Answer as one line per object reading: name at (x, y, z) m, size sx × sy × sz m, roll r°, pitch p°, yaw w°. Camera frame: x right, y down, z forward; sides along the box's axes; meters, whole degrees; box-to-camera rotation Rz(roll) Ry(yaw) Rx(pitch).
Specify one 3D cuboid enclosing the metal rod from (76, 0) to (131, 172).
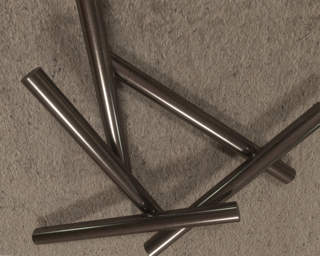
metal rod at (-0.067, -0.065, 0.358) m, size 0.025 × 0.025 × 0.298 m, roll -6°, pitch 120°, yaw 2°

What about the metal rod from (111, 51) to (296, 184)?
metal rod at (0.056, -0.009, 0.407) m, size 0.301 × 0.025 × 0.025 m, roll 31°, pitch 107°, yaw -12°

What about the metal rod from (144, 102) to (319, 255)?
metal rod at (0.094, 0.075, 0.410) m, size 0.300 × 0.025 × 0.025 m, roll -42°, pitch 105°, yaw 12°

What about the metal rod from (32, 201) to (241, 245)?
metal rod at (-0.044, 0.133, 0.425) m, size 0.301 × 0.025 × 0.025 m, roll -12°, pitch 110°, yaw 17°

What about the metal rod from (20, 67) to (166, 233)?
metal rod at (-0.059, 0.050, 0.394) m, size 0.025 × 0.025 × 0.299 m, roll -29°, pitch 120°, yaw 10°
